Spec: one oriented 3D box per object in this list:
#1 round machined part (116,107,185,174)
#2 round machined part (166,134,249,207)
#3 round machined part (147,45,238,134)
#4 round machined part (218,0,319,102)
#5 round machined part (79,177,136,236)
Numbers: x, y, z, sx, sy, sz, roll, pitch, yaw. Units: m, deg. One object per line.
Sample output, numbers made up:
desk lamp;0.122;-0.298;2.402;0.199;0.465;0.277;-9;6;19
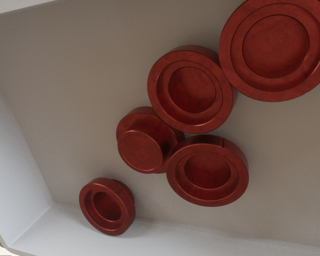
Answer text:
round machined part;-0.018;0.023;0.422;0.098;0.042;0.097;13;124;21
round machined part;0.060;0.049;0.388;0.098;0.042;0.097;6;122;11
round machined part;0.039;-0.046;0.349;0.098;0.042;0.097;13;124;21
round machined part;0.106;-0.077;0.287;0.098;0.042;0.097;7;117;14
round machined part;-0.082;0.124;0.512;0.098;0.042;0.097;11;116;25
